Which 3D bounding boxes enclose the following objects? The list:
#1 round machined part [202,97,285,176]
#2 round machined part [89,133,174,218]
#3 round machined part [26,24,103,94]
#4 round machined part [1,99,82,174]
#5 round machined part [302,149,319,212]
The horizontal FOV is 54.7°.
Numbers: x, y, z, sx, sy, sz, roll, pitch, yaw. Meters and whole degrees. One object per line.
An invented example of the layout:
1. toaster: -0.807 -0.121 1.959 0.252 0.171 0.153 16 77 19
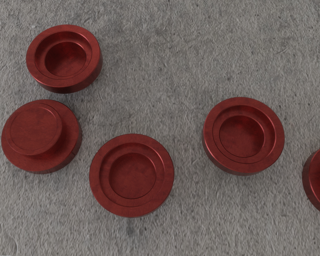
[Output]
1. round machined part: 0.102 0.013 0.395 0.099 0.042 0.098 0 70 0
2. round machined part: -0.033 0.059 0.377 0.099 0.042 0.098 0 70 0
3. round machined part: -0.129 -0.091 0.431 0.099 0.042 0.098 0 70 0
4. round machined part: -0.153 0.007 0.395 0.099 0.042 0.098 0 70 0
5. round machined part: 0.232 0.063 0.377 0.099 0.042 0.098 0 70 0
